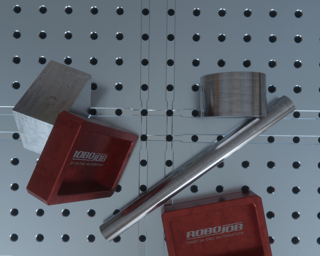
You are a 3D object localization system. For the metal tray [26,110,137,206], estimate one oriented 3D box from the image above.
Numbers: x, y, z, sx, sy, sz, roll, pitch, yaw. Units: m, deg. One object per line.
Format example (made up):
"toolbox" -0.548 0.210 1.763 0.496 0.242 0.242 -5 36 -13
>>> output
"metal tray" -0.081 0.037 0.359 0.030 0.130 0.090 24 90 22

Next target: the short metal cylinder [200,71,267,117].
"short metal cylinder" 0.091 -0.039 0.387 0.081 0.080 0.050 -1 90 0

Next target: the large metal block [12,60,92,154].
"large metal block" -0.123 -0.019 0.369 0.050 0.080 0.080 21 55 0

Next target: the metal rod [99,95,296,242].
"metal rod" 0.050 0.053 0.413 0.301 0.025 0.025 -35 90 0

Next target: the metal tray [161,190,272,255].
"metal tray" 0.073 0.141 0.411 0.131 0.030 0.089 -10 90 0
